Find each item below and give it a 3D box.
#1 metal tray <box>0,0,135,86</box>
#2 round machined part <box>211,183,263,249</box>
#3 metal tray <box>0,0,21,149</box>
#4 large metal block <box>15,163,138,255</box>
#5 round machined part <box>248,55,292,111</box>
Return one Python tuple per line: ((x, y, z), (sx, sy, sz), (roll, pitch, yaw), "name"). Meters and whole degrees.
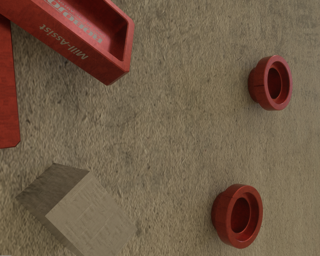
((-0.085, -0.112, 0.306), (0.130, 0.030, 0.090), (34, 42, -35), "metal tray")
((0.120, 0.138, 0.498), (0.099, 0.042, 0.097), (0, 90, -40), "round machined part")
((-0.173, -0.044, 0.257), (0.091, 0.030, 0.129), (-6, 94, -40), "metal tray")
((-0.082, 0.083, 0.302), (0.050, 0.080, 0.080), (-47, 119, -30), "large metal block")
((0.196, -0.080, 0.562), (0.099, 0.042, 0.097), (0, 90, -40), "round machined part")
